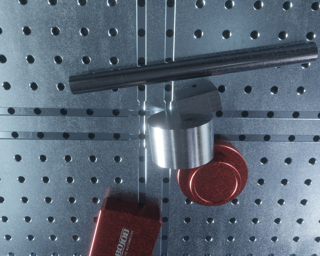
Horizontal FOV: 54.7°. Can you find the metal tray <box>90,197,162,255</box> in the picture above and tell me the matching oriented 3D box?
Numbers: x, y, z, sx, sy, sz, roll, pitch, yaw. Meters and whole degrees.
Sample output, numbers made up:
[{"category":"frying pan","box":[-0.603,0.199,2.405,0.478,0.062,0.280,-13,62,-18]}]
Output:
[{"category":"metal tray","box":[-0.056,0.176,0.475,0.091,0.030,0.129,14,109,-6]}]

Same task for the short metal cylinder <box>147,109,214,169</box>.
[{"category":"short metal cylinder","box":[0.027,0.011,0.388,0.080,0.080,0.050,-5,110,1]}]

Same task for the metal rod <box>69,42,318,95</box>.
[{"category":"metal rod","box":[0.039,-0.074,0.386,0.302,0.025,0.025,-7,110,2]}]

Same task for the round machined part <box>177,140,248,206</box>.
[{"category":"round machined part","box":[0.074,0.069,0.431,0.099,0.042,0.097,0,110,-1]}]

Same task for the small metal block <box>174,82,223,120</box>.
[{"category":"small metal block","box":[0.047,-0.035,0.388,0.050,0.050,0.025,-14,109,5]}]
